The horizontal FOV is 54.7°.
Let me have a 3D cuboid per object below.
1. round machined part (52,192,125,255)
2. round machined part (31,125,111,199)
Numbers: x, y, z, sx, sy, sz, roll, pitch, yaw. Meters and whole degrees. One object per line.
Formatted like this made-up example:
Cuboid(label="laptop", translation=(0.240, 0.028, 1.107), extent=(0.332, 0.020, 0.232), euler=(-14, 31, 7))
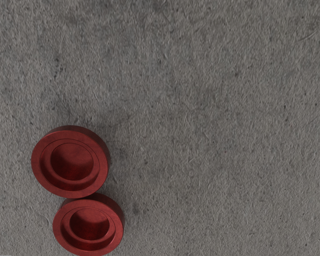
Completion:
Cuboid(label="round machined part", translation=(-0.100, 0.134, 0.449), extent=(0.099, 0.042, 0.097), euler=(0, 110, 0))
Cuboid(label="round machined part", translation=(-0.115, 0.042, 0.415), extent=(0.099, 0.042, 0.097), euler=(0, 110, 0))
